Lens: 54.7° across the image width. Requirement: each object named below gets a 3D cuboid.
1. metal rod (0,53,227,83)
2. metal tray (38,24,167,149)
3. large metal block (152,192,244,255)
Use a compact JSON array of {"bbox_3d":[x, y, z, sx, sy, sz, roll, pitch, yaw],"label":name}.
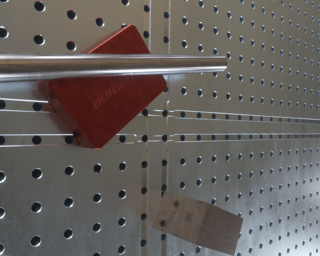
[{"bbox_3d":[-0.028,-0.071,0.347,0.302,0.025,0.025,-11,97,-40],"label":"metal rod"},{"bbox_3d":[-0.059,-0.049,0.358,0.131,0.030,0.090,-46,118,-31],"label":"metal tray"},{"bbox_3d":[0.051,0.128,0.419,0.080,0.080,0.050,31,71,-36],"label":"large metal block"}]
